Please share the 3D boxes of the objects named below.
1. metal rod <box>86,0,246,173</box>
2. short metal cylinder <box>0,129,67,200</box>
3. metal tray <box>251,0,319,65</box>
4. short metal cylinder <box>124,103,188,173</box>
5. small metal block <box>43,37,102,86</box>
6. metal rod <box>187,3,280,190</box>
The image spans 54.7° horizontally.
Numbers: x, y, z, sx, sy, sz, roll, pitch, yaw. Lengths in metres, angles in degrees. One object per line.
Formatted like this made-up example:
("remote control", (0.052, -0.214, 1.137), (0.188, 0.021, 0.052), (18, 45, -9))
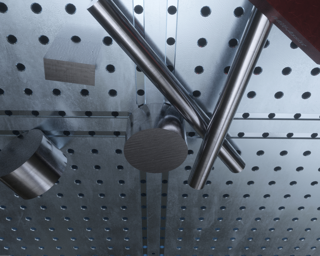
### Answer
("metal rod", (0.026, -0.034, 0.382), (0.025, 0.025, 0.300), (-30, 125, 22))
("short metal cylinder", (-0.174, 0.048, 0.414), (0.080, 0.080, 0.050), (-20, 127, 16))
("metal tray", (0.146, -0.126, 0.281), (0.131, 0.030, 0.090), (31, 100, -24))
("short metal cylinder", (-0.005, 0.014, 0.407), (0.081, 0.050, 0.079), (0, 130, 0))
("small metal block", (-0.091, -0.072, 0.332), (0.050, 0.050, 0.025), (7, 130, -6))
("metal rod", (0.084, -0.044, 0.353), (0.025, 0.025, 0.298), (10, 123, -9))
